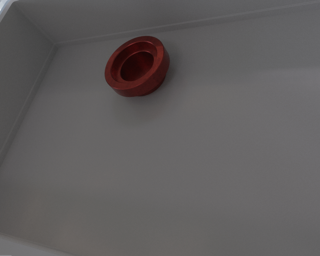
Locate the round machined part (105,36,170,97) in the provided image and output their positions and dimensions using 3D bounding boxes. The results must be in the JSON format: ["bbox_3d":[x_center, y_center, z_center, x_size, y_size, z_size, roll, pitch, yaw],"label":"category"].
[{"bbox_3d":[-0.030,-0.087,0.465,0.098,0.042,0.098,-13,56,21],"label":"round machined part"}]
